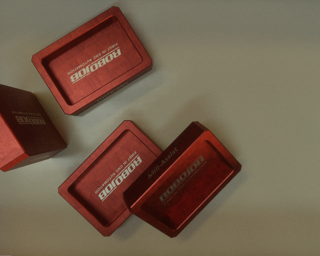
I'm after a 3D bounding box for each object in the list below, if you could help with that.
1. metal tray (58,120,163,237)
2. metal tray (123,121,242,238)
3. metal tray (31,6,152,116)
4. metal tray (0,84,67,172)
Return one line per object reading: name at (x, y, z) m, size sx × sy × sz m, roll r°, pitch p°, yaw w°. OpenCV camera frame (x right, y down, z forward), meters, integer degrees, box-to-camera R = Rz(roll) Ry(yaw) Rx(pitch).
metal tray at (-0.055, 0.064, 0.408) m, size 0.090 × 0.030 × 0.130 m, roll 44°, pitch 90°, yaw 0°
metal tray at (0.030, 0.066, 0.386) m, size 0.130 × 0.030 × 0.090 m, roll -46°, pitch 124°, yaw 0°
metal tray at (-0.087, -0.086, 0.407) m, size 0.130 × 0.030 × 0.090 m, roll -32°, pitch 90°, yaw 0°
metal tray at (-0.162, -0.003, 0.358) m, size 0.030 × 0.130 × 0.090 m, roll -33°, pitch 90°, yaw 0°
